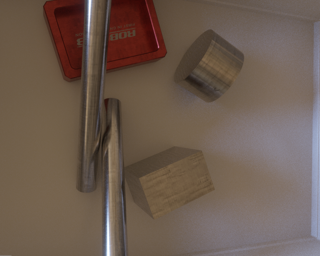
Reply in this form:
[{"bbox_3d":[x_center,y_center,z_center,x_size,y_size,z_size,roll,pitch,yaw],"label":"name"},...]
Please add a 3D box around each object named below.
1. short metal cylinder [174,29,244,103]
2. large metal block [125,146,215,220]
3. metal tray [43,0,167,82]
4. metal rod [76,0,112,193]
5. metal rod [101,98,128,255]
[{"bbox_3d":[0.063,-0.080,0.406,0.050,0.080,0.080,31,80,-18],"label":"short metal cylinder"},{"bbox_3d":[0.007,0.063,0.385,0.081,0.080,0.050,-21,98,-19],"label":"large metal block"},{"bbox_3d":[-0.065,-0.116,0.384,0.131,0.030,0.089,-18,96,-20],"label":"metal tray"},{"bbox_3d":[-0.068,-0.062,0.320,0.025,0.025,0.298,0,116,-20],"label":"metal rod"},{"bbox_3d":[-0.047,0.098,0.316,0.025,0.025,0.299,6,58,-20],"label":"metal rod"}]
